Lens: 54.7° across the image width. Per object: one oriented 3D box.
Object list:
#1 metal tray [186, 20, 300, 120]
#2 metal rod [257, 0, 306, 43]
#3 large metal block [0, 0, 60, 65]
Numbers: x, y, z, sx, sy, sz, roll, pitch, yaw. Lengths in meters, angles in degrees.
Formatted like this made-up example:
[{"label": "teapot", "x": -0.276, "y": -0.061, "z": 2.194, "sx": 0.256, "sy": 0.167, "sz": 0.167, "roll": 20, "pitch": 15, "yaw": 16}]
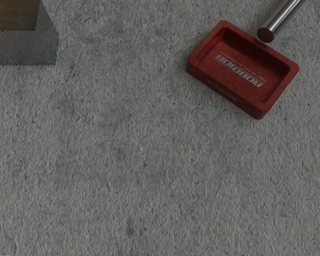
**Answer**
[{"label": "metal tray", "x": 0.114, "y": -0.084, "z": 0.437, "sx": 0.130, "sy": 0.030, "sz": 0.090, "roll": 37, "pitch": 74, "yaw": 12}, {"label": "metal rod", "x": 0.239, "y": -0.232, "z": 0.480, "sx": 0.025, "sy": 0.025, "sz": 0.301, "roll": 37, "pitch": 69, "yaw": 12}, {"label": "large metal block", "x": -0.193, "y": -0.129, "z": 0.425, "sx": 0.081, "sy": 0.080, "sz": 0.050, "roll": 0, "pitch": 70, "yaw": 0}]
